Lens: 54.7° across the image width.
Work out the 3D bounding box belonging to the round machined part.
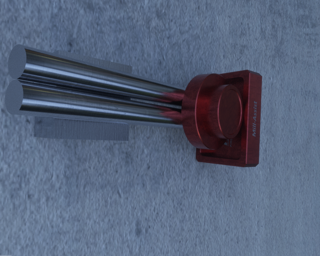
[{"bbox_3d":[0.073,-0.021,0.395,0.099,0.042,0.097,-4,96,-51],"label":"round machined part"}]

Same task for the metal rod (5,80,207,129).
[{"bbox_3d":[-0.012,-0.015,0.339,0.302,0.025,0.025,5,87,-53],"label":"metal rod"}]

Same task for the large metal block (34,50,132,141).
[{"bbox_3d":[-0.078,-0.028,0.321,0.081,0.050,0.080,4,87,-40],"label":"large metal block"}]

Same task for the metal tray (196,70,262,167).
[{"bbox_3d":[0.097,-0.012,0.447,0.030,0.090,0.129,5,87,-40],"label":"metal tray"}]

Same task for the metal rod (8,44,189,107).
[{"bbox_3d":[-0.011,-0.041,0.340,0.302,0.025,0.025,4,88,-53],"label":"metal rod"}]
